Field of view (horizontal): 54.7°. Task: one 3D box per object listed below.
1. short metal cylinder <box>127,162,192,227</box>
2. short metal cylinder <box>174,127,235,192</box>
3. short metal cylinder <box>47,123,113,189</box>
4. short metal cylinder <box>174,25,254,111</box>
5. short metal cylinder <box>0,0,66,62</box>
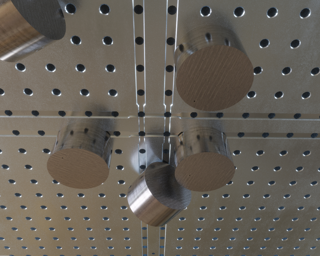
[{"bbox_3d":[-0.001,0.097,0.459,0.080,0.080,0.050,26,125,-21],"label":"short metal cylinder"},{"bbox_3d":[0.060,0.044,0.434,0.081,0.050,0.079,0,130,0],"label":"short metal cylinder"},{"bbox_3d":[-0.108,0.039,0.427,0.081,0.050,0.079,0,130,0],"label":"short metal cylinder"},{"bbox_3d":[0.057,-0.065,0.341,0.081,0.050,0.079,-1,130,0],"label":"short metal cylinder"},{"bbox_3d":[-0.133,-0.107,0.282,0.050,0.080,0.080,-21,127,17],"label":"short metal cylinder"}]
